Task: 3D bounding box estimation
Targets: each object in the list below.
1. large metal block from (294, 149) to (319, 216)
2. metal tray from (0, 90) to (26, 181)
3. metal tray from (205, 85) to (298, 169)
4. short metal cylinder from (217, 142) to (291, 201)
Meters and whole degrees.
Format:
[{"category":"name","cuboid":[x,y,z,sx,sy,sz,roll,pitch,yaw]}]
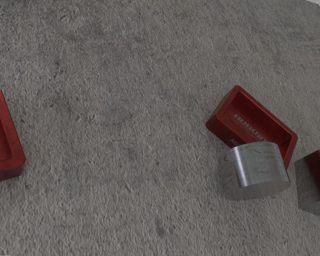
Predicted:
[{"category":"large metal block","cuboid":[0.258,0.090,0.472,0.080,0.050,0.080,23,53,-15]},{"category":"metal tray","cuboid":[-0.203,0.016,0.280,0.131,0.030,0.090,-15,70,-34]},{"category":"metal tray","cuboid":[0.143,0.005,0.474,0.130,0.030,0.090,40,51,-1]},{"category":"short metal cylinder","cuboid":[0.119,0.057,0.397,0.081,0.080,0.050,6,59,-25]}]
